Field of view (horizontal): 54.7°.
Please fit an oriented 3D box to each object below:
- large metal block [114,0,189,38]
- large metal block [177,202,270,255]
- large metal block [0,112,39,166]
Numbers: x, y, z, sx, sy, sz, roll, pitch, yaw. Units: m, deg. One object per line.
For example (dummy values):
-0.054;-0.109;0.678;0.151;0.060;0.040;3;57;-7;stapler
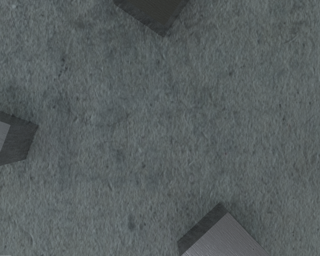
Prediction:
-0.006;-0.178;0.397;0.080;0.050;0.080;34;90;-1;large metal block
0.080;0.157;0.399;0.080;0.050;0.080;-43;91;0;large metal block
-0.211;0.006;0.380;0.080;0.080;0.050;21;90;-1;large metal block
